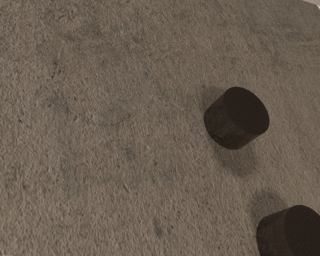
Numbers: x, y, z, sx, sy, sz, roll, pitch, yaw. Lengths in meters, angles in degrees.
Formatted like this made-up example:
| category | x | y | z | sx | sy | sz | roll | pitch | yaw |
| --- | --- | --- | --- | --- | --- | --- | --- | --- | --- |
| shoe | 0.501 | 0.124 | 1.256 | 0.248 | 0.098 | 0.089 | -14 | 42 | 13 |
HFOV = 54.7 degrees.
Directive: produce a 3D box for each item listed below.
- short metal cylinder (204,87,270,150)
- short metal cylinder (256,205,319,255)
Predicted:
| category | x | y | z | sx | sy | sz | roll | pitch | yaw |
| --- | --- | --- | --- | --- | --- | --- | --- | --- | --- |
| short metal cylinder | 0.113 | -0.014 | 0.460 | 0.081 | 0.050 | 0.080 | 14 | 56 | -21 |
| short metal cylinder | 0.172 | 0.144 | 0.395 | 0.081 | 0.050 | 0.080 | 14 | 56 | -21 |
